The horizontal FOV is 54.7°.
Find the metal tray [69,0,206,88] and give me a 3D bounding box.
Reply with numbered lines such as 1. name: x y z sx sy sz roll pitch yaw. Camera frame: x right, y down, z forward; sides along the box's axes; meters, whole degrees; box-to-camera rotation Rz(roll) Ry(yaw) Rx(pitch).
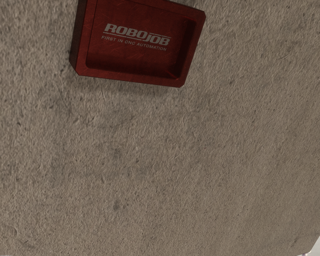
1. metal tray: -0.023 -0.096 0.332 0.131 0.030 0.089 3 117 -30
